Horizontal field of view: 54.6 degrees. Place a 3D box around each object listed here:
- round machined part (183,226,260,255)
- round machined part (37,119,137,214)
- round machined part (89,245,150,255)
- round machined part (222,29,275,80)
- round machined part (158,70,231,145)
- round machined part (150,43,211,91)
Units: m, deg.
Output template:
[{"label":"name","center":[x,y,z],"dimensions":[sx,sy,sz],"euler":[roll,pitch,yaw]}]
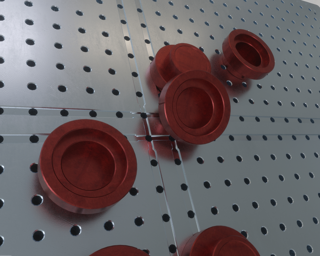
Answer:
[{"label":"round machined part","center":[0.075,0.157,0.341],"dimensions":[0.099,0.042,0.098],"euler":[13,56,-21]},{"label":"round machined part","center":[-0.078,0.043,0.329],"dimensions":[0.099,0.042,0.098],"euler":[13,56,-21]},{"label":"round machined part","center":[-0.042,0.159,0.277],"dimensions":[0.099,0.042,0.098],"euler":[13,56,-21]},{"label":"round machined part","center":[0.152,-0.125,0.555],"dimensions":[0.099,0.042,0.098],"euler":[13,56,-21]},{"label":"round machined part","center":[0.043,-0.026,0.420],"dimensions":[0.099,0.042,0.098],"euler":[1,87,-23]},{"label":"round machined part","center":[0.038,-0.090,0.472],"dimensions":[0.099,0.042,0.098],"euler":[13,56,-21]}]
